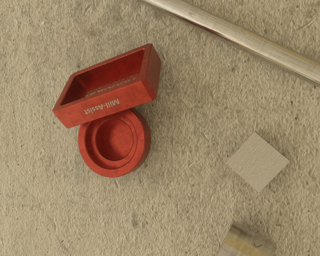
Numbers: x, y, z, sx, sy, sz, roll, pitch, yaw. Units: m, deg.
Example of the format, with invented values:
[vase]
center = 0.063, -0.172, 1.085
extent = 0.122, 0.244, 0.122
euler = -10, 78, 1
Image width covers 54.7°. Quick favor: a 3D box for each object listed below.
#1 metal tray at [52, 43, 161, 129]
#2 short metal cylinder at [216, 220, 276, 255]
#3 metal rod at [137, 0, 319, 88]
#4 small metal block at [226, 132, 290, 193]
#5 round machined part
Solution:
[metal tray]
center = -0.066, -0.055, 0.400
extent = 0.130, 0.090, 0.030
euler = -16, 128, 19
[short metal cylinder]
center = 0.089, 0.152, 0.348
extent = 0.050, 0.080, 0.080
euler = 26, 99, 18
[metal rod]
center = 0.062, -0.130, 0.387
extent = 0.300, 0.025, 0.025
euler = 32, 100, 17
[small metal block]
center = 0.116, 0.039, 0.368
extent = 0.050, 0.025, 0.050
euler = 43, 103, 15
[round machined part]
center = -0.058, 0.015, 0.420
extent = 0.098, 0.042, 0.097
euler = 0, 90, 19
